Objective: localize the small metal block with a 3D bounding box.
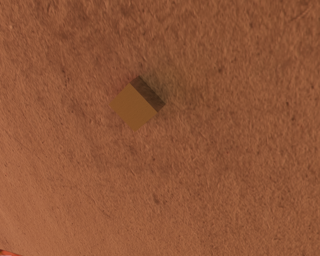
[{"bbox_3d":[-0.030,-0.031,0.402,0.050,0.025,0.050,47,129,-5],"label":"small metal block"}]
